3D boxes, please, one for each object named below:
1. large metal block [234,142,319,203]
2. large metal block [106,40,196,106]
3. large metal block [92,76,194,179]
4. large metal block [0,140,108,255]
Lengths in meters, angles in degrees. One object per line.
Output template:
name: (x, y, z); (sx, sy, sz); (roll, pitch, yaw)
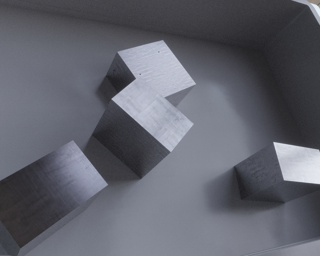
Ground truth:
large metal block: (0.162, 0.064, 0.419); (0.081, 0.080, 0.050); (9, 58, -23)
large metal block: (-0.013, -0.066, 0.423); (0.081, 0.050, 0.080); (-27, 76, -37)
large metal block: (-0.022, 0.002, 0.357); (0.080, 0.080, 0.050); (42, 51, 0)
large metal block: (-0.103, 0.066, 0.274); (0.081, 0.080, 0.050); (-34, 81, -38)
